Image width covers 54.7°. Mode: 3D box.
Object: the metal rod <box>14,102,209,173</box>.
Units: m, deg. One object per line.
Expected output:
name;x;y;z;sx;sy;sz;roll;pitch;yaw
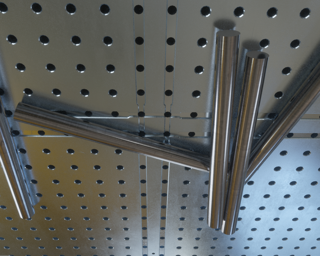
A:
metal rod;-0.040;0.020;0.428;0.302;0.025;0.025;17;128;-14

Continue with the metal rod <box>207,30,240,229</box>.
metal rod;0.080;0.024;0.409;0.025;0.025;0.298;-2;123;1

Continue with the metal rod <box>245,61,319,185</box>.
metal rod;0.166;-0.011;0.404;0.025;0.025;0.298;15;129;-13

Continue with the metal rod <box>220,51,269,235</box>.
metal rod;0.110;0.042;0.427;0.025;0.025;0.298;-1;124;0

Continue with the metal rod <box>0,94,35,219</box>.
metal rod;-0.215;0.033;0.435;0.025;0.025;0.298;3;130;-3
